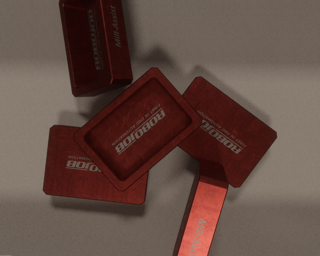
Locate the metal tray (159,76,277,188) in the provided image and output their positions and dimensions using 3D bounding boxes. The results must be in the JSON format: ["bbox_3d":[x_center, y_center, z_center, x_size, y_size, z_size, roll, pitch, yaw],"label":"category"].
[{"bbox_3d":[0.074,0.005,0.410,0.130,0.030,0.090,37,90,-1],"label":"metal tray"}]

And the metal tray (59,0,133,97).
[{"bbox_3d":[-0.081,-0.109,0.379,0.030,0.090,0.129,-8,89,-45],"label":"metal tray"}]

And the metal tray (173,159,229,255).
[{"bbox_3d":[0.043,0.108,0.356,0.030,0.090,0.129,16,98,6],"label":"metal tray"}]

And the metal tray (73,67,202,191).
[{"bbox_3d":[-0.026,0.001,0.378,0.130,0.030,0.090,-41,90,-1],"label":"metal tray"}]

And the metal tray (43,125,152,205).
[{"bbox_3d":[-0.080,0.047,0.408,0.131,0.030,0.089,6,90,-1],"label":"metal tray"}]
